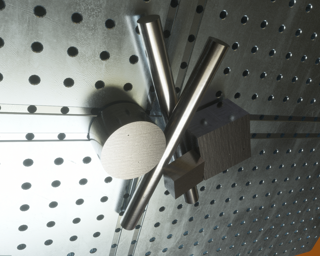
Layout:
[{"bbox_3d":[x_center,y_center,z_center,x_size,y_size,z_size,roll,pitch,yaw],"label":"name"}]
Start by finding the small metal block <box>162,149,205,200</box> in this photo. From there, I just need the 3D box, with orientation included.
[{"bbox_3d":[0.033,0.064,0.423,0.050,0.025,0.050,-30,144,-19],"label":"small metal block"}]

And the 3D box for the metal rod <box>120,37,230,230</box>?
[{"bbox_3d":[0.007,0.026,0.402,0.025,0.025,0.298,6,123,-32],"label":"metal rod"}]

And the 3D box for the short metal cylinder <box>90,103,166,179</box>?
[{"bbox_3d":[-0.040,0.016,0.378,0.081,0.050,0.079,-14,125,-21],"label":"short metal cylinder"}]

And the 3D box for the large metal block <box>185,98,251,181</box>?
[{"bbox_3d":[0.081,0.016,0.444,0.081,0.050,0.080,-25,128,-14],"label":"large metal block"}]

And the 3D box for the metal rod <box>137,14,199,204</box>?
[{"bbox_3d":[0.020,0.000,0.417,0.025,0.025,0.298,-25,128,-13],"label":"metal rod"}]
